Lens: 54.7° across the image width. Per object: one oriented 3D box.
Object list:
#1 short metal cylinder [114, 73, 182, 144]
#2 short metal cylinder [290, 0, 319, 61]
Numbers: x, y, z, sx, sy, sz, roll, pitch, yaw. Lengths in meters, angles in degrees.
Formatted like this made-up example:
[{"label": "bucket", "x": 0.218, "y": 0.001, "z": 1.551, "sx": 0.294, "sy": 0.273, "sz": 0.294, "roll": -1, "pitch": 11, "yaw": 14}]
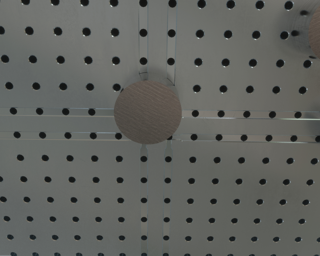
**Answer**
[{"label": "short metal cylinder", "x": -0.014, "y": -0.026, "z": 0.390, "sx": 0.081, "sy": 0.050, "sz": 0.079, "roll": 0, "pitch": 110, "yaw": 0}, {"label": "short metal cylinder", "x": 0.201, "y": -0.117, "z": 0.359, "sx": 0.081, "sy": 0.050, "sz": 0.079, "roll": 0, "pitch": 110, "yaw": 0}]
